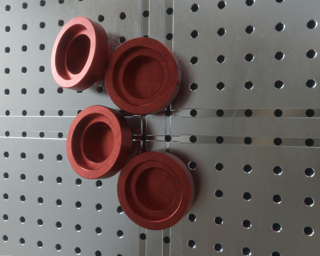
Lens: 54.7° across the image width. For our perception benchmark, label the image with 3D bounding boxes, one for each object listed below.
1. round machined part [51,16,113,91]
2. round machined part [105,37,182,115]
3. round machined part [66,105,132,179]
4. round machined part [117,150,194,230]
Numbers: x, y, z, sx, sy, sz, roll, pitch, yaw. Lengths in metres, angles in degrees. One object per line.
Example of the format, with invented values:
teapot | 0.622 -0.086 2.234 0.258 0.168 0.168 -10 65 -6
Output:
round machined part | -0.104 -0.099 0.428 0.098 0.042 0.097 -6 79 38
round machined part | -0.019 -0.066 0.409 0.098 0.042 0.097 0 91 18
round machined part | -0.077 0.020 0.422 0.098 0.042 0.097 -5 79 31
round machined part | -0.003 0.078 0.404 0.098 0.042 0.097 0 90 19
